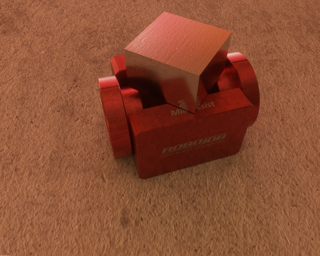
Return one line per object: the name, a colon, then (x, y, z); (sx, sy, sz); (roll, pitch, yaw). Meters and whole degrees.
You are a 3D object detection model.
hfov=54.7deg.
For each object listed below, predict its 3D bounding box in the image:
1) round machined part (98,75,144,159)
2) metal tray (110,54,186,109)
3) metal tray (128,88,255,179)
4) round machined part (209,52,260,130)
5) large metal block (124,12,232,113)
round machined part: (-0.043, -0.015, 0.368); (0.042, 0.097, 0.098); (-12, 51, -10)
metal tray: (0.005, -0.063, 0.417); (0.131, 0.089, 0.030); (-14, 52, -12)
metal tray: (0.034, 0.008, 0.354); (0.131, 0.089, 0.030); (-14, 52, -12)
round machined part: (0.083, -0.045, 0.395); (0.042, 0.097, 0.098); (-12, 51, -10)
large metal block: (0.020, -0.072, 0.330); (0.080, 0.050, 0.080); (24, 54, 18)
